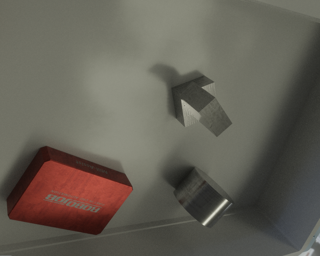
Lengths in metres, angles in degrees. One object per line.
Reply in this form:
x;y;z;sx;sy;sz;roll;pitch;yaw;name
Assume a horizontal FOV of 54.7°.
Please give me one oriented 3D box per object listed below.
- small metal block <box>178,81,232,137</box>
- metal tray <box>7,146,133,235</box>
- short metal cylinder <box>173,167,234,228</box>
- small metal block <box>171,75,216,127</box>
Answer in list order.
0.055;-0.023;0.377;0.025;0.050;0.050;-42;130;1;small metal block
-0.112;0.085;0.398;0.131;0.030;0.090;28;103;-38;metal tray
0.067;0.106;0.478;0.050;0.080;0.080;-48;129;6;short metal cylinder
0.047;-0.036;0.414;0.050;0.025;0.050;-23;127;-15;small metal block
